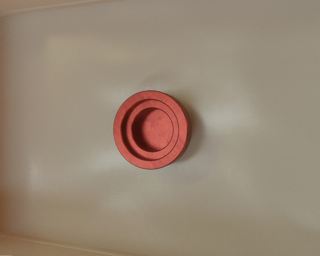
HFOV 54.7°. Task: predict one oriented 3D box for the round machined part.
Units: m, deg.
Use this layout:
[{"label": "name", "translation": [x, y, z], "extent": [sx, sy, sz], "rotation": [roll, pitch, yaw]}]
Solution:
[{"label": "round machined part", "translation": [-0.007, 0.002, 0.399], "extent": [0.098, 0.042, 0.097], "rotation": [0, 90, 19]}]
